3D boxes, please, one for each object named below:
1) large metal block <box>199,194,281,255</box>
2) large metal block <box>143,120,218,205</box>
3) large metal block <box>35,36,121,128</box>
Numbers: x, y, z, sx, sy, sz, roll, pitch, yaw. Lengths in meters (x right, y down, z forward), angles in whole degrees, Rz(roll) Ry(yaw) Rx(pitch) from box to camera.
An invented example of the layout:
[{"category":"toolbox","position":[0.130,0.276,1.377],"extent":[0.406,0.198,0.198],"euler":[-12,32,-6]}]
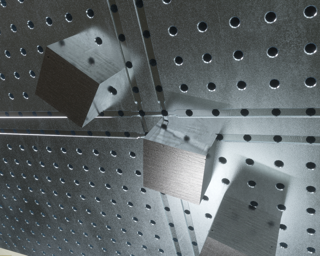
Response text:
[{"category":"large metal block","position":[0.106,0.146,0.409],"extent":[0.080,0.080,0.050],"euler":[22,127,14]},{"category":"large metal block","position":[0.025,0.044,0.408],"extent":[0.080,0.050,0.079],"euler":[15,125,19]},{"category":"large metal block","position":[-0.110,-0.061,0.414],"extent":[0.080,0.050,0.079],"euler":[36,129,4]}]
